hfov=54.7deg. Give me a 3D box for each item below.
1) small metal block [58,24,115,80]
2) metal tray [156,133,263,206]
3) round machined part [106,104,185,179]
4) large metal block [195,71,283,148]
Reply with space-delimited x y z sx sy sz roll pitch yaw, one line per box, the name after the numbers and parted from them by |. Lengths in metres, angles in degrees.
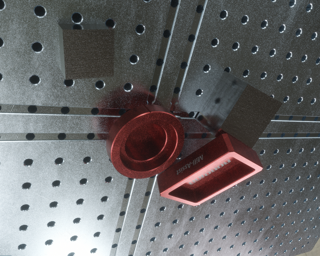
-0.076 -0.080 0.321 0.050 0.025 0.050 -9 122 -24 | small metal block
0.071 0.066 0.453 0.130 0.030 0.090 -37 137 26 | metal tray
-0.021 0.013 0.397 0.099 0.042 0.097 -14 124 -21 | round machined part
0.112 -0.024 0.442 0.080 0.050 0.080 19 108 -36 | large metal block
